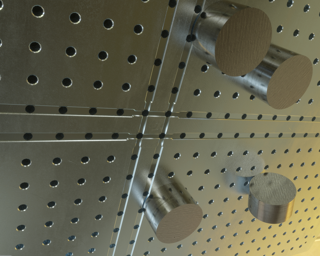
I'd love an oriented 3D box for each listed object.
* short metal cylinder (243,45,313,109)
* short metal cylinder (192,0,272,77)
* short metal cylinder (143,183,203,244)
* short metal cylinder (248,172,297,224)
[{"bbox_3d":[0.168,-0.073,0.444,0.081,0.050,0.079,-14,125,-21],"label":"short metal cylinder"},{"bbox_3d":[0.087,-0.109,0.377,0.081,0.050,0.079,-14,124,-21],"label":"short metal cylinder"},{"bbox_3d":[0.020,0.135,0.492,0.081,0.050,0.079,-14,125,-21],"label":"short metal cylinder"},{"bbox_3d":[0.205,0.128,0.570,0.081,0.080,0.050,-20,126,-17],"label":"short metal cylinder"}]
